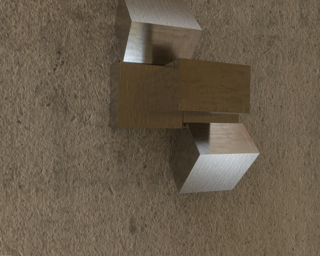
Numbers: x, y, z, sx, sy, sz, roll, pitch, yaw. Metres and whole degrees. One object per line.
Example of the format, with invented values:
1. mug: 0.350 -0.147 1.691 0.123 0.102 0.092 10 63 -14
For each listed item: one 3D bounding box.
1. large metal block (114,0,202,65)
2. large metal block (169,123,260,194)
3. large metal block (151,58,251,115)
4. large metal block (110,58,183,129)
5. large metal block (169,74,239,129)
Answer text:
1. large metal block: -0.006 -0.121 0.373 0.081 0.050 0.080 1 46 -20
2. large metal block: 0.066 0.039 0.400 0.081 0.079 0.050 0 46 -21
3. large metal block: 0.042 -0.041 0.345 0.081 0.080 0.050 1 90 -20
4. large metal block: -0.018 -0.040 0.389 0.081 0.050 0.079 1 90 -21
5. large metal block: 0.058 -0.040 0.418 0.081 0.050 0.079 1 90 -21
